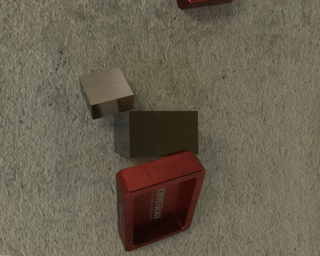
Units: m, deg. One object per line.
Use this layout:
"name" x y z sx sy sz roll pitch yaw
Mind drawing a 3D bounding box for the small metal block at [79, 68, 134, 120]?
"small metal block" -0.064 -0.042 0.371 0.050 0.025 0.050 -17 55 -19

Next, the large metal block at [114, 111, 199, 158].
"large metal block" -0.008 0.006 0.377 0.081 0.080 0.050 -1 91 -20

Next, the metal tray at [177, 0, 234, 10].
"metal tray" 0.056 -0.237 0.426 0.091 0.030 0.129 -16 96 -19

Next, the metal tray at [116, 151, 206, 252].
"metal tray" -0.002 0.089 0.363 0.091 0.030 0.129 -14 137 -20
